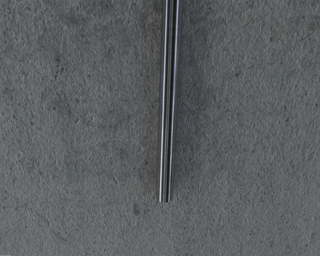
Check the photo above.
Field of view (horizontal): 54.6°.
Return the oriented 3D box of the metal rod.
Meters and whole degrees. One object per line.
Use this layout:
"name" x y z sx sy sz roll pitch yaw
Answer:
"metal rod" 0.011 -0.040 0.395 0.025 0.025 0.298 2 110 -1
